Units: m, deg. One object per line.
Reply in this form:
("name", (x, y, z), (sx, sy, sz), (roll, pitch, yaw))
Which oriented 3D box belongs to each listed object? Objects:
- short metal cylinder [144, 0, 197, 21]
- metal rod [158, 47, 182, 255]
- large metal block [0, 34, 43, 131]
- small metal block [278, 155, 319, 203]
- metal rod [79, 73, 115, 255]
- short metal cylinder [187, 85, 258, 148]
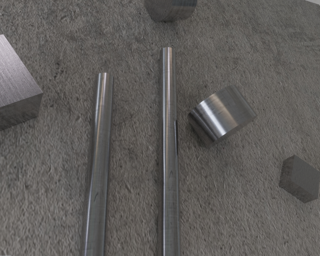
("short metal cylinder", (0.017, -0.219, 0.511), (0.050, 0.080, 0.080), (-14, 69, -34))
("metal rod", (0.011, 0.011, 0.402), (0.025, 0.025, 0.299), (14, 56, -21))
("large metal block", (-0.180, -0.040, 0.315), (0.081, 0.050, 0.080), (-29, 78, -37))
("small metal block", (0.213, 0.077, 0.471), (0.050, 0.025, 0.050), (34, 51, -6))
("metal rod", (-0.066, 0.065, 0.328), (0.025, 0.025, 0.299), (11, 57, -22))
("short metal cylinder", (0.084, -0.015, 0.423), (0.081, 0.080, 0.050), (-23, 75, -36))
